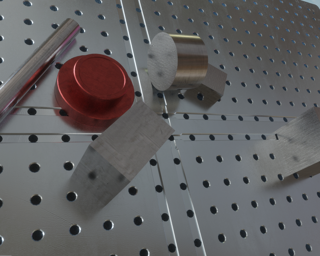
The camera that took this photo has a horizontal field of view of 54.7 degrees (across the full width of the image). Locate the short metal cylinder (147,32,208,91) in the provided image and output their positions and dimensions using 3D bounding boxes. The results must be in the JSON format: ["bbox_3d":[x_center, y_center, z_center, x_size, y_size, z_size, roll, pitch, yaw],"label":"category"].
[{"bbox_3d":[0.023,-0.094,0.443,0.050,0.080,0.080,-6,65,-31],"label":"short metal cylinder"}]

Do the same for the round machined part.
[{"bbox_3d":[-0.078,-0.054,0.388,0.099,0.042,0.098,14,56,-21],"label":"round machined part"}]

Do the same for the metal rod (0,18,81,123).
[{"bbox_3d":[-0.169,-0.031,0.336,0.025,0.025,0.300,30,52,-9],"label":"metal rod"}]

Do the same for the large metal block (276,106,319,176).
[{"bbox_3d":[0.241,0.024,0.488,0.050,0.080,0.080,7,59,-25],"label":"large metal block"}]

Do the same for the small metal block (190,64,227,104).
[{"bbox_3d":[0.076,-0.074,0.495,0.050,0.025,0.050,27,52,-12],"label":"small metal block"}]

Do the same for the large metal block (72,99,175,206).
[{"bbox_3d":[-0.040,0.027,0.334,0.050,0.080,0.080,42,51,1],"label":"large metal block"}]
